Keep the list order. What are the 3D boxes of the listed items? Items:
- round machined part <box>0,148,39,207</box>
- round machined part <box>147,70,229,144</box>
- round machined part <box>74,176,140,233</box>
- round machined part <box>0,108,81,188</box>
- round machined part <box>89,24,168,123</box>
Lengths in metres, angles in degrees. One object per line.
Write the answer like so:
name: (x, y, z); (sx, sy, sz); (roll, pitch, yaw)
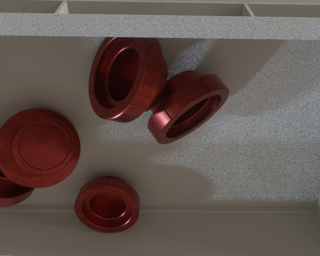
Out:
round machined part: (-0.203, 0.048, 0.401); (0.098, 0.098, 0.042); (26, 125, -20)
round machined part: (0.026, -0.028, 0.352); (0.098, 0.042, 0.098); (-32, 162, -12)
round machined part: (-0.080, 0.116, 0.488); (0.099, 0.042, 0.097); (1, 120, 1)
round machined part: (-0.144, 0.023, 0.375); (0.098, 0.098, 0.042); (32, 155, -24)
round machined part: (-0.030, -0.053, 0.322); (0.042, 0.098, 0.098); (13, 134, -42)
